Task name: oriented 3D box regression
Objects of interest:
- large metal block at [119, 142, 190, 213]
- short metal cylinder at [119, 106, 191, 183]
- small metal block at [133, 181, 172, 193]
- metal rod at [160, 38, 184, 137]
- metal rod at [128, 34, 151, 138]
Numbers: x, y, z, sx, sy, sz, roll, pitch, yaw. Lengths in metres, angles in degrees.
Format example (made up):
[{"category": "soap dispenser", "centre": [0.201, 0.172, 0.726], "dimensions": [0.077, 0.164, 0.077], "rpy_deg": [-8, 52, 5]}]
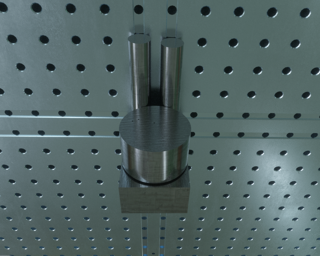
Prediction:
[{"category": "large metal block", "centre": [-0.007, 0.060, 0.394], "dimensions": [0.081, 0.080, 0.050], "rpy_deg": [0, 130, -1]}, {"category": "short metal cylinder", "centre": [-0.006, 0.018, 0.363], "dimensions": [0.081, 0.080, 0.050], "rpy_deg": [1, 130, -1]}, {"category": "small metal block", "centre": [-0.008, 0.077, 0.431], "dimensions": [0.050, 0.050, 0.025], "rpy_deg": [-32, 141, -34]}, {"category": "metal rod", "centre": [0.011, 0.021, 0.431], "dimensions": [0.025, 0.025, 0.298], "rpy_deg": [0, 130, -1]}, {"category": "metal rod", "centre": [-0.025, 0.018, 0.428], "dimensions": [0.025, 0.025, 0.298], "rpy_deg": [0, 130, -1]}]
